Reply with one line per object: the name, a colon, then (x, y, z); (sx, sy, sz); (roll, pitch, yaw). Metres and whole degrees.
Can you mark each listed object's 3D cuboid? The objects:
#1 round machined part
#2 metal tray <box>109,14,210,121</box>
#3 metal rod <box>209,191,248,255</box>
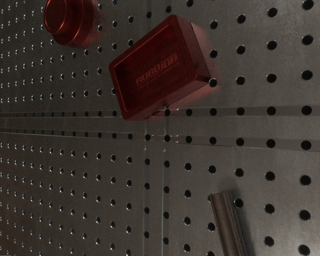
round machined part: (-0.162, -0.191, 0.529); (0.098, 0.042, 0.097); (0, 90, 39)
metal tray: (-0.007, -0.074, 0.409); (0.130, 0.030, 0.090); (-27, 73, 36)
metal rod: (0.101, 0.217, 0.324); (0.025, 0.025, 0.299); (-21, 77, 38)
